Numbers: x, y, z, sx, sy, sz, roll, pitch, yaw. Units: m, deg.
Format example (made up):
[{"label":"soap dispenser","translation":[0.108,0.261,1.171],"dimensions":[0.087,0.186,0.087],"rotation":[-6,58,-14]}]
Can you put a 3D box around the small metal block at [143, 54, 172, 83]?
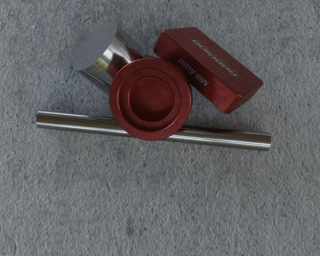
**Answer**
[{"label":"small metal block","translation":[-0.001,-0.068,0.419],"dimensions":[0.050,0.050,0.025],"rotation":[22,72,8]}]

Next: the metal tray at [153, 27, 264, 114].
[{"label":"metal tray","translation":[0.065,-0.081,0.410],"dimensions":[0.130,0.030,0.091],"rotation":[44,37,14]}]

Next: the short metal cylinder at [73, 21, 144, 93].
[{"label":"short metal cylinder","translation":[-0.068,-0.093,0.409],"dimensions":[0.080,0.050,0.080],"rotation":[-25,45,29]}]

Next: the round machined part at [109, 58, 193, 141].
[{"label":"round machined part","translation":[-0.009,-0.037,0.381],"dimensions":[0.098,0.042,0.097],"rotation":[3,105,11]}]

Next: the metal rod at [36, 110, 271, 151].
[{"label":"metal rod","translation":[-0.009,0.003,0.408],"dimensions":[0.302,0.025,0.025],"rotation":[6,70,2]}]
